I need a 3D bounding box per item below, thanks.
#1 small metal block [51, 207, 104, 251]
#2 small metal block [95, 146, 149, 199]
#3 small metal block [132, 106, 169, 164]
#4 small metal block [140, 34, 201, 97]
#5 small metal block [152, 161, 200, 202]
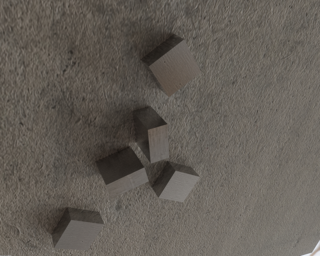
[{"bbox_3d":[-0.115,0.141,0.432,0.050,0.025,0.050,22,106,-36],"label":"small metal block"},{"bbox_3d":[-0.049,0.056,0.398,0.050,0.050,0.025,-24,127,-14],"label":"small metal block"},{"bbox_3d":[-0.012,0.008,0.389,0.025,0.050,0.050,-17,125,-19],"label":"small metal block"},{"bbox_3d":[0.014,-0.074,0.368,0.050,0.025,0.050,-38,129,-3],"label":"small metal block"},{"bbox_3d":[0.024,0.082,0.471,0.050,0.025,0.050,20,108,-36],"label":"small metal block"}]
